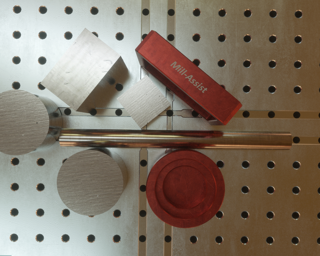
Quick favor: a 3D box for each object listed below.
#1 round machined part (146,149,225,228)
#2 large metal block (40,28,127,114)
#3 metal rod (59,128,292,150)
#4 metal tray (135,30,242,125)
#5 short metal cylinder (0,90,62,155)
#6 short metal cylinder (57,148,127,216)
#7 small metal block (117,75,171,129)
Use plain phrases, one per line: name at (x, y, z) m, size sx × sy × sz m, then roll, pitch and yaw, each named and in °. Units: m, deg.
round machined part at (0.032, 0.076, 0.405) m, size 0.099 × 0.042 × 0.097 m, roll 0°, pitch 90°, yaw 0°
large metal block at (-0.089, -0.066, 0.385) m, size 0.050 × 0.080 × 0.080 m, roll 39°, pitch 90°, yaw -1°
metal rod at (0.021, 0.015, 0.413) m, size 0.302 × 0.025 × 0.025 m, roll 1°, pitch 90°, yaw 0°
metal tray at (0.032, -0.056, 0.380) m, size 0.130 × 0.090 × 0.030 m, roll 40°, pitch 90°, yaw 0°
short metal cylinder at (-0.174, -0.007, 0.399) m, size 0.081 × 0.050 × 0.080 m, roll 0°, pitch 90°, yaw 0°
short metal cylinder at (-0.085, 0.066, 0.400) m, size 0.081 × 0.050 × 0.080 m, roll 0°, pitch 90°, yaw 0°
small metal block at (-0.021, -0.034, 0.413) m, size 0.050 × 0.025 × 0.050 m, roll -39°, pitch 90°, yaw 0°
